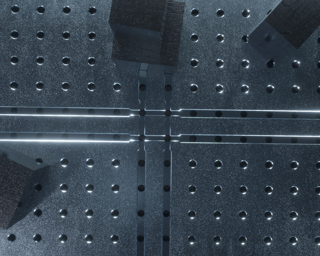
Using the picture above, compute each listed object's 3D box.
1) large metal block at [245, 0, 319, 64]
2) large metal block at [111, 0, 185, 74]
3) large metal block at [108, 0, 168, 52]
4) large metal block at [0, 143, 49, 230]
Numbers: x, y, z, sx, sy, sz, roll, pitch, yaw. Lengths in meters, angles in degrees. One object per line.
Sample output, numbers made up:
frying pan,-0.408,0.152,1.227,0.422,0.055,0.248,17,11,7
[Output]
large metal block,0.163,-0.135,0.388,0.050,0.080,0.080,43,90,-1
large metal block,-0.014,-0.118,0.401,0.081,0.050,0.080,7,90,-1
large metal block,-0.018,-0.136,0.336,0.050,0.080,0.080,10,90,0
large metal block,-0.206,0.071,0.398,0.080,0.050,0.080,25,90,-1
